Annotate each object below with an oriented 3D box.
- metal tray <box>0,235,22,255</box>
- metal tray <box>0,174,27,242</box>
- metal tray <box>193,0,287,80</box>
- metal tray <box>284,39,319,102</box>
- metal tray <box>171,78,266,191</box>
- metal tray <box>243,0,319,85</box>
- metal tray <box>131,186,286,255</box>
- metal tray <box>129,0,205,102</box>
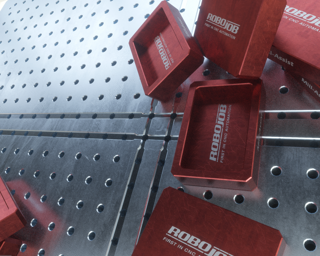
[{"bbox_3d":[-0.265,0.177,0.437,0.130,0.030,0.090,12,68,33],"label":"metal tray"},{"bbox_3d":[-0.253,0.116,0.433,0.091,0.030,0.130,-31,38,-26],"label":"metal tray"},{"bbox_3d":[0.087,-0.124,0.380,0.130,0.030,0.089,-124,41,-55],"label":"metal tray"},{"bbox_3d":[0.208,-0.064,0.334,0.090,0.030,0.130,-33,51,6],"label":"metal tray"},{"bbox_3d":[0.071,0.003,0.366,0.090,0.030,0.130,0,62,28],"label":"metal tray"},{"bbox_3d":[0.163,-0.112,0.350,0.090,0.030,0.130,-43,51,-2],"label":"metal tray"},{"bbox_3d":[0.044,0.123,0.307,0.130,0.030,0.090,16,70,34],"label":"metal tray"},{"bbox_3d":[0.004,-0.114,0.453,0.090,0.030,0.130,-42,47,28],"label":"metal tray"}]
